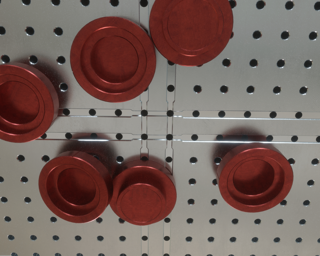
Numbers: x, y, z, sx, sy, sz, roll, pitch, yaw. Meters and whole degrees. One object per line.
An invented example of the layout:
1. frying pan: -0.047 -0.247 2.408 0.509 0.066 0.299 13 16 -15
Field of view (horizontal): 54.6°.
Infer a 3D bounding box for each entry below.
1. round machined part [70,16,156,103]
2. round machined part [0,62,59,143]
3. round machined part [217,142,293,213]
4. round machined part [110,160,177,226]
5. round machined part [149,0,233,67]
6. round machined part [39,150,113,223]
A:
1. round machined part: -0.054 -0.083 0.373 0.099 0.042 0.097 0 110 0
2. round machined part: -0.176 -0.034 0.391 0.099 0.042 0.097 0 110 0
3. round machined part: 0.127 0.064 0.429 0.099 0.042 0.097 0 110 0
4. round machined part: -0.025 0.098 0.440 0.099 0.042 0.097 0 110 0
5. round machined part: 0.036 -0.120 0.360 0.099 0.042 0.097 0 110 0
6. round machined part: -0.110 0.076 0.424 0.098 0.042 0.097 3 107 11
